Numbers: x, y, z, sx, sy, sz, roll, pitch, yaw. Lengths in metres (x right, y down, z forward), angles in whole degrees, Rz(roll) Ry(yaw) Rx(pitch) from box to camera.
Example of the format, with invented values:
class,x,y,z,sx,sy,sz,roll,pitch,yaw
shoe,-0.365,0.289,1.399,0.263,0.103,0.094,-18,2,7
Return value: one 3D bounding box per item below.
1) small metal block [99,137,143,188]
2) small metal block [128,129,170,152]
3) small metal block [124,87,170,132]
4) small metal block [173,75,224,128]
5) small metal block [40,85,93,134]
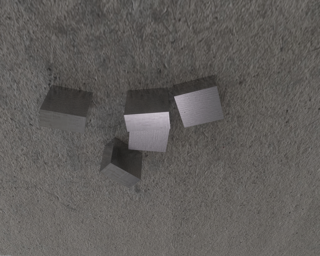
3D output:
class,x,y,z,sx,sy,sz,roll,pitch,yaw
small metal block,-0.053,0.048,0.431,0.050,0.050,0.025,34,122,-26
small metal block,-0.015,0.004,0.410,0.050,0.025,0.050,5,130,-5
small metal block,-0.014,-0.023,0.371,0.050,0.050,0.025,-4,130,3
small metal block,0.048,-0.032,0.380,0.050,0.025,0.050,-13,129,11
small metal block,-0.110,-0.023,0.370,0.050,0.050,0.025,10,129,-9
